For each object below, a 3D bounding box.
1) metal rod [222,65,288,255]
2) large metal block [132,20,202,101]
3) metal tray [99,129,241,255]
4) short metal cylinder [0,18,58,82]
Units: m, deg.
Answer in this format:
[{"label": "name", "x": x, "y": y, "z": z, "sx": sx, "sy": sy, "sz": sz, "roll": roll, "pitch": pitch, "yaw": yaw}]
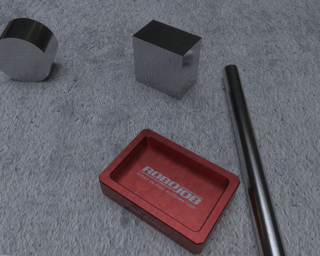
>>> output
[{"label": "metal rod", "x": 0.109, "y": 0.027, "z": 0.382, "sx": 0.025, "sy": 0.025, "sz": 0.300, "roll": 0, "pitch": 50, "yaw": -1}, {"label": "large metal block", "x": 0.010, "y": -0.098, "z": 0.450, "sx": 0.080, "sy": 0.080, "sz": 0.050, "roll": 27, "pitch": 55, "yaw": 20}, {"label": "metal tray", "x": 0.010, "y": 0.064, "z": 0.346, "sx": 0.130, "sy": 0.030, "sz": 0.090, "roll": 28, "pitch": 55, "yaw": 21}, {"label": "short metal cylinder", "x": -0.199, "y": -0.115, "z": 0.461, "sx": 0.081, "sy": 0.080, "sz": 0.050, "roll": 1, "pitch": 50, "yaw": 0}]
